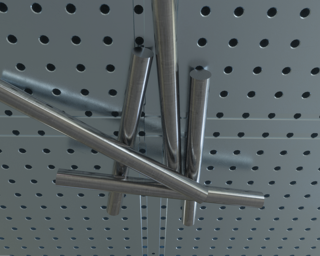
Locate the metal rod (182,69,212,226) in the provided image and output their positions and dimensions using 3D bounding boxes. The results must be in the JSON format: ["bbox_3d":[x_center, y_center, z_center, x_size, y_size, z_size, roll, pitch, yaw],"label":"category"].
[{"bbox_3d":[0.049,0.051,0.455,0.025,0.025,0.298,-1,130,0],"label":"metal rod"}]

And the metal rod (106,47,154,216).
[{"bbox_3d":[-0.049,0.028,0.434,0.025,0.025,0.298,9,130,-8],"label":"metal rod"}]

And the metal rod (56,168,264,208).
[{"bbox_3d":[0.005,0.089,0.453,0.302,0.025,0.025,8,130,-8],"label":"metal rod"}]

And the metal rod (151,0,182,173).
[{"bbox_3d":[0.013,-0.024,0.391,0.025,0.025,0.298,-3,130,2],"label":"metal rod"}]

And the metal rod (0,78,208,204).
[{"bbox_3d":[-0.068,0.023,0.400,0.301,0.025,0.025,29,125,-12],"label":"metal rod"}]
